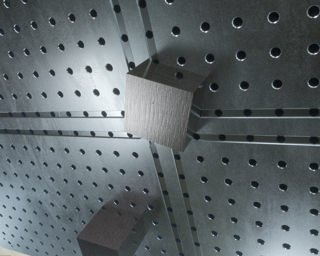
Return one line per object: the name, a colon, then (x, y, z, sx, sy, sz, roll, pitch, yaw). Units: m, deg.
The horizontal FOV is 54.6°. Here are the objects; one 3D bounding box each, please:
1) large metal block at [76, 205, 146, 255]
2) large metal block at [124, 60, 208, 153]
large metal block: (-0.081, 0.187, 0.535, 0.080, 0.080, 0.050, 7, 121, 25)
large metal block: (0.005, -0.028, 0.376, 0.080, 0.050, 0.079, 19, 126, 17)
